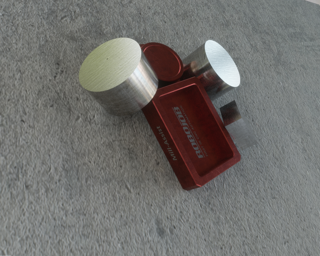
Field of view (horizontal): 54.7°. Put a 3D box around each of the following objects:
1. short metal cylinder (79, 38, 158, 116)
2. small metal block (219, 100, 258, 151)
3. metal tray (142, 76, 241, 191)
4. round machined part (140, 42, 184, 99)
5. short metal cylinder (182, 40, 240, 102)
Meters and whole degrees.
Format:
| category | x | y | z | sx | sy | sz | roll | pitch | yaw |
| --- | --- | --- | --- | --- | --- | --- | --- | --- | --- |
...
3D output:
| category | x | y | z | sx | sy | sz | roll | pitch | yaw |
| --- | --- | --- | --- | --- | --- | --- | --- | --- | --- |
| short metal cylinder | -0.049 | -0.061 | 0.373 | 0.050 | 0.080 | 0.080 | 54 | 32 | -51 |
| small metal block | 0.112 | -0.004 | 0.445 | 0.050 | 0.025 | 0.050 | 51 | 21 | -27 |
| metal tray | 0.041 | 0.004 | 0.407 | 0.091 | 0.030 | 0.130 | -24 | 84 | -37 |
| round machined part | -0.006 | -0.083 | 0.443 | 0.099 | 0.042 | 0.098 | 14 | 56 | -21 |
| short metal cylinder | 0.076 | -0.084 | 0.468 | 0.080 | 0.050 | 0.080 | 27 | 47 | -33 |
